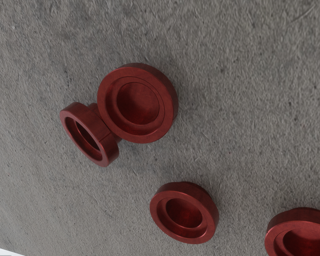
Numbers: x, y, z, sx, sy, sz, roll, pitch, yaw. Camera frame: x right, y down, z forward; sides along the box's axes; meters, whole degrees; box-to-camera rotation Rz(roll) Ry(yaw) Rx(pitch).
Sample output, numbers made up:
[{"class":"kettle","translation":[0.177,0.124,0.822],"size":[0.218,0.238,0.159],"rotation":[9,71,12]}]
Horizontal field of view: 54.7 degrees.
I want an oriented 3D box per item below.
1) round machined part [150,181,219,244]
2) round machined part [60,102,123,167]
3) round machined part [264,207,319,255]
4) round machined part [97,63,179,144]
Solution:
[{"class":"round machined part","translation":[0.038,0.117,0.448],"size":[0.098,0.042,0.097],"rotation":[13,124,21]},{"class":"round machined part","translation":[-0.090,0.004,0.431],"size":[0.098,0.042,0.097],"rotation":[34,148,25]},{"class":"round machined part","translation":[0.184,0.138,0.384],"size":[0.098,0.042,0.097],"rotation":[13,124,21]},{"class":"round machined part","translation":[-0.024,-0.033,0.383],"size":[0.098,0.042,0.097],"rotation":[9,118,17]}]
